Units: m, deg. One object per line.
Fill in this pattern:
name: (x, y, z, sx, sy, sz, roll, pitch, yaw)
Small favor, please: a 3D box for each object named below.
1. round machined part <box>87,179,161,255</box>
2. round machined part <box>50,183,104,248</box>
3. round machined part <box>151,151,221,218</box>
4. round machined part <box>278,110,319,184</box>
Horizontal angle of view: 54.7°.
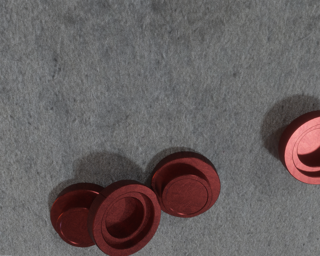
round machined part: (-0.051, 0.116, 0.415, 0.099, 0.042, 0.097, -6, 100, -33)
round machined part: (-0.109, 0.132, 0.448, 0.099, 0.042, 0.097, 0, 110, -1)
round machined part: (0.036, 0.085, 0.433, 0.099, 0.042, 0.097, 0, 110, -1)
round machined part: (0.206, 0.022, 0.412, 0.099, 0.042, 0.097, 0, 110, -1)
